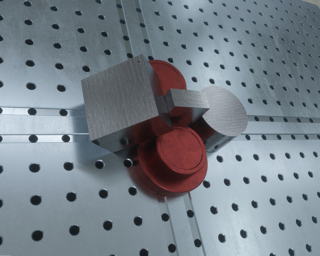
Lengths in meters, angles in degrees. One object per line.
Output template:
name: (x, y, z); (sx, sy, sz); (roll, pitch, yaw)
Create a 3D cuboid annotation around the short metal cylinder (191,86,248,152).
short metal cylinder: (0.076, -0.013, 0.439); (0.081, 0.050, 0.080); (14, 56, -21)

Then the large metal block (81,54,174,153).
large metal block: (-0.039, -0.027, 0.361); (0.050, 0.080, 0.080); (44, 28, -62)

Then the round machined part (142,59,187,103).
round machined part: (-0.003, -0.056, 0.430); (0.099, 0.042, 0.098); (14, 56, -21)

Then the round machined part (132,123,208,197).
round machined part: (0.018, 0.033, 0.387); (0.099, 0.042, 0.098); (14, 56, -21)

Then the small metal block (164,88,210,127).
small metal block: (0.026, -0.024, 0.392); (0.050, 0.050, 0.025); (1, 61, -28)
